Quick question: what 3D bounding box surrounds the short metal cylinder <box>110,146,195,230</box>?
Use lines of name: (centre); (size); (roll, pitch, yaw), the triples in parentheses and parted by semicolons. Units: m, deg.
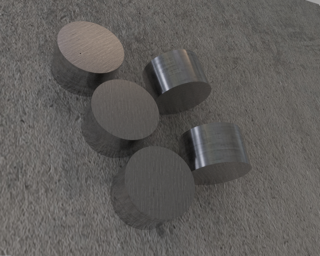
short metal cylinder: (-0.009, 0.067, 0.342); (0.081, 0.050, 0.080); (14, 56, -21)

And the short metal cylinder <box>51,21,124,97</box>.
short metal cylinder: (-0.092, -0.087, 0.391); (0.081, 0.050, 0.080); (14, 56, -21)

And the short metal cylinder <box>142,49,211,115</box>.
short metal cylinder: (0.022, -0.060, 0.417); (0.081, 0.080, 0.050); (-5, 64, -30)

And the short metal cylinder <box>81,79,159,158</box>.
short metal cylinder: (-0.048, -0.011, 0.368); (0.081, 0.050, 0.080); (14, 56, -21)

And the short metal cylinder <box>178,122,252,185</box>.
short metal cylinder: (0.066, 0.034, 0.383); (0.081, 0.080, 0.050); (6, 59, -25)
